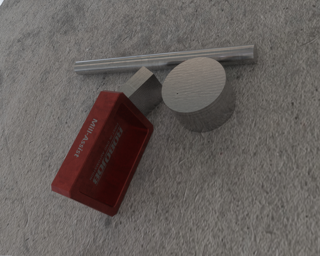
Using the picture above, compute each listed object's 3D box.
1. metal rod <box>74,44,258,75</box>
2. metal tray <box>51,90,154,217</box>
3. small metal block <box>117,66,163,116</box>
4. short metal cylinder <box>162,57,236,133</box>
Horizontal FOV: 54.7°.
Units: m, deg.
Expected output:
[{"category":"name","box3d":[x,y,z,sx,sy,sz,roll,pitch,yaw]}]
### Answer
[{"category":"metal rod","box3d":[-0.009,-0.100,0.469,0.300,0.025,0.025,2,63,29]},{"category":"metal tray","box3d":[-0.062,0.031,0.375,0.030,0.090,0.130,10,67,33]},{"category":"small metal block","box3d":[-0.023,-0.048,0.430,0.050,0.050,0.025,-45,51,-3]},{"category":"short metal cylinder","box3d":[0.049,-0.041,0.387,0.080,0.050,0.080,-13,56,21]}]
